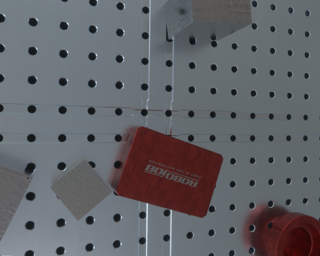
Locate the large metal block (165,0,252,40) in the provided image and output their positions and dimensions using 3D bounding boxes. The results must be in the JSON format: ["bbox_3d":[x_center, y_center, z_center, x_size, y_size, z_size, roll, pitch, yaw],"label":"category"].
[{"bbox_3d":[0.060,-0.150,0.405,0.081,0.080,0.050,-6,92,-20],"label":"large metal block"}]

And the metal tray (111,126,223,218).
[{"bbox_3d":[0.012,0.059,0.414,0.131,0.030,0.090,20,83,-19],"label":"metal tray"}]

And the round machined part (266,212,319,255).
[{"bbox_3d":[0.205,0.179,0.479,0.099,0.042,0.097,0,90,-20],"label":"round machined part"}]

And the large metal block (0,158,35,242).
[{"bbox_3d":[-0.192,0.071,0.329,0.080,0.050,0.080,27,81,-18],"label":"large metal block"}]

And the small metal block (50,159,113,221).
[{"bbox_3d":[-0.093,0.074,0.371,0.050,0.025,0.050,-40,86,-16],"label":"small metal block"}]
